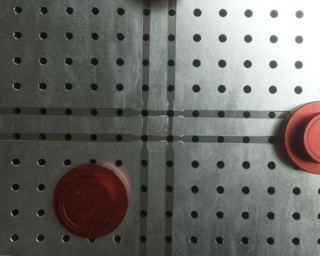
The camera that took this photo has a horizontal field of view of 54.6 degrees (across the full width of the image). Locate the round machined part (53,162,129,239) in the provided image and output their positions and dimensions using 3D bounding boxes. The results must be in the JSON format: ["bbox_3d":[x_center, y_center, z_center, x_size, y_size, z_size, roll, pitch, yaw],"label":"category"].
[{"bbox_3d":[-0.091,0.096,0.404,0.099,0.042,0.097,0,90,0],"label":"round machined part"}]

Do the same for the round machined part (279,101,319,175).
[{"bbox_3d":[0.212,0.013,0.406,0.099,0.042,0.097,0,90,0],"label":"round machined part"}]
